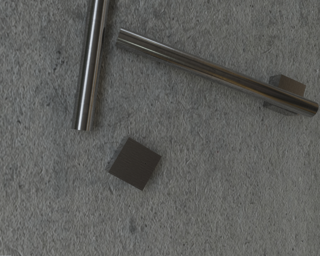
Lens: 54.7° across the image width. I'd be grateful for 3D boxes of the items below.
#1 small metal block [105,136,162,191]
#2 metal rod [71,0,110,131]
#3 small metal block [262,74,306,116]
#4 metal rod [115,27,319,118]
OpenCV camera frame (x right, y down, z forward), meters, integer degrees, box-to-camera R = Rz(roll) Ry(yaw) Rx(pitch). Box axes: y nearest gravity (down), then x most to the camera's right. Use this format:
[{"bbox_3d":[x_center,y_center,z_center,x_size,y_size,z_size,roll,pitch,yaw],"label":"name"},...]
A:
[{"bbox_3d":[-0.034,0.045,0.397,0.050,0.025,0.050,33,79,-18],"label":"small metal block"},{"bbox_3d":[-0.076,-0.145,0.381,0.025,0.025,0.298,8,87,-20],"label":"metal rod"},{"bbox_3d":[0.194,-0.050,0.483,0.050,0.025,0.050,18,84,-20],"label":"small metal block"},{"bbox_3d":[0.087,-0.072,0.426,0.302,0.025,0.025,18,84,-14],"label":"metal rod"}]
